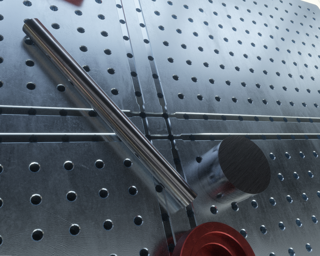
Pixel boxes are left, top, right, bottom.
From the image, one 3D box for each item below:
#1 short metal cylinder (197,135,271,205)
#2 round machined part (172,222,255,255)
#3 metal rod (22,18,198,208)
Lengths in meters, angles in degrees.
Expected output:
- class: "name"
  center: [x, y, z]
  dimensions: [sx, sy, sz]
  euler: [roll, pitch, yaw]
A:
- class: "short metal cylinder"
  center: [0.097, 0.056, 0.410]
  dimensions: [0.081, 0.050, 0.080]
  euler: [14, 56, -21]
- class: "round machined part"
  center: [0.055, 0.155, 0.332]
  dimensions: [0.099, 0.042, 0.098]
  euler: [14, 56, -21]
- class: "metal rod"
  center: [-0.065, -0.022, 0.386]
  dimensions: [0.300, 0.025, 0.025]
  euler: [47, 51, 5]
